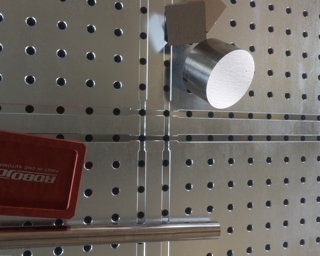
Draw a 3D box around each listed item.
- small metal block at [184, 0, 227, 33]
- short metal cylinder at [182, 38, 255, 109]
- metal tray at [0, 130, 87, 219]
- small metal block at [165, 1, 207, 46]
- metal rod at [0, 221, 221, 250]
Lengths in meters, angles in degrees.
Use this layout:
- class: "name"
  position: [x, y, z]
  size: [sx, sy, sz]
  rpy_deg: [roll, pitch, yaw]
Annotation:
- class: "small metal block"
  position: [0.057, -0.166, 0.435]
  size: [0.050, 0.025, 0.050]
  rpy_deg: [38, 77, -16]
- class: "short metal cylinder"
  position: [0.077, -0.072, 0.410]
  size: [0.081, 0.050, 0.079]
  rpy_deg: [-20, 129, -26]
- class: "metal tray"
  position: [-0.157, 0.051, 0.352]
  size: [0.131, 0.030, 0.089]
  rpy_deg: [10, 87, -20]
- class: "small metal block"
  position: [0.034, -0.138, 0.408]
  size: [0.050, 0.025, 0.050]
  rpy_deg: [-5, 116, 3]
- class: "metal rod"
  position: [-0.061, 0.134, 0.391]
  size: [0.302, 0.025, 0.025]
  rpy_deg: [5, 89, -20]
